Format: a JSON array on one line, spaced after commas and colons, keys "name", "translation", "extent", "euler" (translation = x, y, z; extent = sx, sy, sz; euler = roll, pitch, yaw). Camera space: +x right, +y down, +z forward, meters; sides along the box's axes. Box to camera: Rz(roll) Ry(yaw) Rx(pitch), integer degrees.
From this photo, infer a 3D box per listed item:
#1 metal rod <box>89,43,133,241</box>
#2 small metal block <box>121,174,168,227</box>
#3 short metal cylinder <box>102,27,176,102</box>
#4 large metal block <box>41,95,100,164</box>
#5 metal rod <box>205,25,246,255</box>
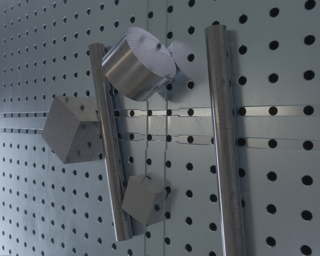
[{"name": "metal rod", "translation": [-0.076, 0.016, 0.471], "extent": [0.025, 0.025, 0.298], "euler": [-16, 80, 39]}, {"name": "small metal block", "translation": [-0.022, 0.099, 0.428], "extent": [0.050, 0.025, 0.050], "euler": [26, 106, 37]}, {"name": "short metal cylinder", "translation": [-0.026, -0.081, 0.395], "extent": [0.050, 0.081, 0.080], "euler": [-38, 67, 33]}, {"name": "large metal block", "translation": [-0.144, 0.002, 0.512], "extent": [0.080, 0.050, 0.079], "euler": [40, 114, 33]}, {"name": "metal rod", "translation": [0.075, 0.034, 0.347], "extent": [0.025, 0.025, 0.298], "euler": [-7, 86, 40]}]
